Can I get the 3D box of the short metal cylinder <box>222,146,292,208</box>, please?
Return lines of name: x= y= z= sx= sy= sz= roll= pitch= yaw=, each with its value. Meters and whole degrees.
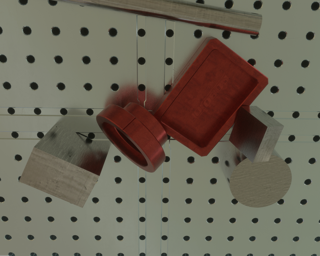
short metal cylinder: x=0.130 y=0.061 z=0.424 sx=0.081 sy=0.050 sz=0.079 roll=0 pitch=110 yaw=-1

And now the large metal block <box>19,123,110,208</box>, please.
large metal block: x=-0.118 y=0.045 z=0.399 sx=0.080 sy=0.080 sz=0.050 roll=26 pitch=108 yaw=-10

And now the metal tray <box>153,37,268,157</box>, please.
metal tray: x=0.060 y=-0.038 z=0.397 sx=0.090 sy=0.030 sz=0.129 roll=34 pitch=106 yaw=-12

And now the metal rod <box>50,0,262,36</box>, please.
metal rod: x=-0.032 y=-0.145 z=0.359 sx=0.302 sy=0.025 sz=0.025 roll=9 pitch=110 yaw=-4

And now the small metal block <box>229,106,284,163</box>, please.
small metal block: x=0.115 y=0.007 z=0.378 sx=0.025 sy=0.050 sz=0.050 roll=-3 pitch=122 yaw=-26

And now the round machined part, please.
round machined part: x=-0.029 y=0.007 z=0.385 sx=0.042 sy=0.098 sz=0.098 roll=-46 pitch=107 yaw=-19
